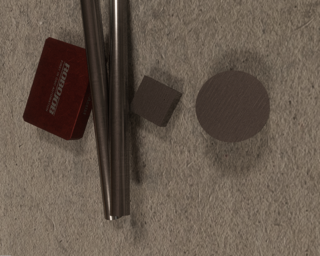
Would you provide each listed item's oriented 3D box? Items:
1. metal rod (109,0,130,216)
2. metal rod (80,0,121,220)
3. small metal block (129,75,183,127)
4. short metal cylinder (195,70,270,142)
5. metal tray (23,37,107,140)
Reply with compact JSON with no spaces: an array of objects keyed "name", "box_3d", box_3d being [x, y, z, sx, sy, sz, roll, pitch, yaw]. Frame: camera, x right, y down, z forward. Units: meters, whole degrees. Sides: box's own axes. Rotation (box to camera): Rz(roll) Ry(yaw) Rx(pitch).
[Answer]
[{"name":"metal rod","box_3d":[-0.054,-0.040,0.405,0.025,0.025,0.298,-5,80,19]},{"name":"metal rod","box_3d":[-0.078,-0.024,0.414,0.025,0.025,0.298,-3,97,19]},{"name":"small metal block","box_3d":[-0.006,-0.035,0.410,0.050,0.025,0.050,29,99,17]},{"name":"short metal cylinder","box_3d":[0.087,-0.024,0.365,0.080,0.050,0.079,0,90,19]},{"name":"metal tray","box_3d":[-0.141,-0.057,0.454,0.090,0.030,0.129,22,97,18]}]
